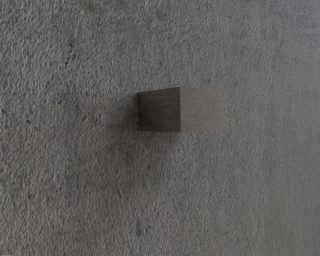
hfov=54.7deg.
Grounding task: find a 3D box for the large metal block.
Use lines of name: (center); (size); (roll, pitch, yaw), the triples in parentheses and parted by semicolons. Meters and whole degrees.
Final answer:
large metal block: (0.027, -0.022, 0.395); (0.081, 0.080, 0.050); (-2, 92, -40)
